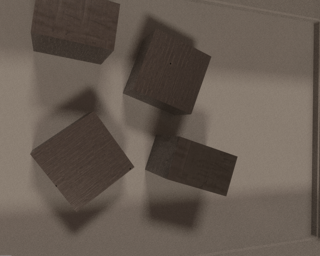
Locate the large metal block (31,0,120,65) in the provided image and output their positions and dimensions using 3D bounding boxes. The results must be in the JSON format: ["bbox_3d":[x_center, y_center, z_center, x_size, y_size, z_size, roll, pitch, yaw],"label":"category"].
[{"bbox_3d":[-0.096,-0.111,0.346,0.081,0.080,0.050,8,88,-20],"label":"large metal block"}]

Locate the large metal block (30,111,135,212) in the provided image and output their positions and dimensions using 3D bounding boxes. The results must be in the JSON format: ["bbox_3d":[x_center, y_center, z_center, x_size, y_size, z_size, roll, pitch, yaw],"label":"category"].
[{"bbox_3d":[-0.091,0.036,0.364,0.080,0.050,0.080,-37,102,-16],"label":"large metal block"}]

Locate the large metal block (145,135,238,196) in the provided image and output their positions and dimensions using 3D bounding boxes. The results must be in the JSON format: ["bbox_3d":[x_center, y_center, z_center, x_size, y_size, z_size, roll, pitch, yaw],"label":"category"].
[{"bbox_3d":[0.037,0.045,0.396,0.081,0.080,0.050,19,84,-19],"label":"large metal block"}]

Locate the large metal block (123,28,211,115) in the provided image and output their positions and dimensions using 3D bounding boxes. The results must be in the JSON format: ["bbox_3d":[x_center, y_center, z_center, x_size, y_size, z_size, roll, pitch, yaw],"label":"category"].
[{"bbox_3d":[0.008,-0.069,0.401,0.080,0.050,0.080,22,83,-19],"label":"large metal block"}]
